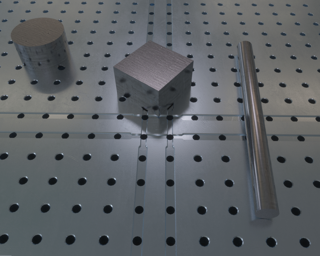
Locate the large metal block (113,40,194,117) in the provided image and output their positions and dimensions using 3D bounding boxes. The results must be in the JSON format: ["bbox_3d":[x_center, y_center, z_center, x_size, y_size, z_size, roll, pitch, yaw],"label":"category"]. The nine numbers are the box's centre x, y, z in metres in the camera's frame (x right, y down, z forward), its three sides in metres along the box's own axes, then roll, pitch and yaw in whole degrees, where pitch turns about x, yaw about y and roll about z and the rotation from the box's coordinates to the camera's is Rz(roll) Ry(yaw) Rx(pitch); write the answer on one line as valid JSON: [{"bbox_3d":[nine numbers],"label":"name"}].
[{"bbox_3d":[-0.009,-0.075,0.454,0.080,0.050,0.080,31,56,23],"label":"large metal block"}]

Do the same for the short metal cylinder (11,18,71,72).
[{"bbox_3d":[-0.192,-0.136,0.504,0.081,0.050,0.080,0,50,0],"label":"short metal cylinder"}]

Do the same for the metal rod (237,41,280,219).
[{"bbox_3d":[0.129,-0.023,0.427,0.025,0.025,0.300,4,50,3],"label":"metal rod"}]
